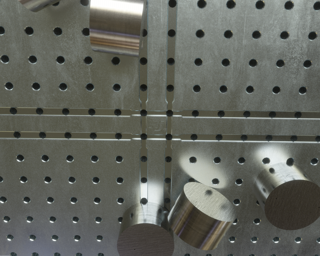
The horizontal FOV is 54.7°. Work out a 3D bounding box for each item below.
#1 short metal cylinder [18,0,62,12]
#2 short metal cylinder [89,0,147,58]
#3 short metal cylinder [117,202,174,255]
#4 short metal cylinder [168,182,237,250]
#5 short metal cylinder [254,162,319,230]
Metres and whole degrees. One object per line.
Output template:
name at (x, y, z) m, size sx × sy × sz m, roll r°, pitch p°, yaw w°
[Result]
short metal cylinder at (-0.128, -0.169, 0.320) m, size 0.050 × 0.080 × 0.080 m, roll -22°, pitch 109°, yaw 8°
short metal cylinder at (-0.043, -0.121, 0.339) m, size 0.050 × 0.080 × 0.079 m, roll 7°, pitch 110°, yaw -3°
short metal cylinder at (-0.020, 0.158, 0.458) m, size 0.081 × 0.050 × 0.079 m, roll 0°, pitch 110°, yaw 0°
short metal cylinder at (0.058, 0.120, 0.429) m, size 0.080 × 0.080 × 0.050 m, roll 23°, pitch 108°, yaw -9°
short metal cylinder at (0.180, 0.095, 0.437) m, size 0.081 × 0.050 × 0.079 m, roll 0°, pitch 110°, yaw 0°
